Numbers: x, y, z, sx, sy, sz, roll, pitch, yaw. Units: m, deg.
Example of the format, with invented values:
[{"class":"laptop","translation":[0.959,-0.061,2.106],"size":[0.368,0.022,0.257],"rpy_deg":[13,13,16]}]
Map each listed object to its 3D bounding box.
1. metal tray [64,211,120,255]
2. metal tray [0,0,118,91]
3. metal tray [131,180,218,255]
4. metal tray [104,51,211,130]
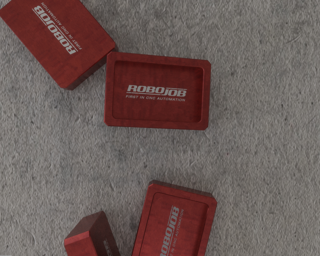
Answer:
[{"class":"metal tray","translation":[-0.068,0.177,0.376],"size":[0.030,0.090,0.129],"rpy_deg":[-20,90,0]},{"class":"metal tray","translation":[-0.130,-0.126,0.406],"size":[0.090,0.030,0.130],"rpy_deg":[-40,90,0]},{"class":"metal tray","translation":[0.015,0.142,0.407],"size":[0.091,0.030,0.129],"rpy_deg":[14,90,0]},{"class":"metal tray","translation":[-0.003,-0.044,0.395],"size":[0.131,0.030,0.089],"rpy_deg":[3,90,-11]}]
